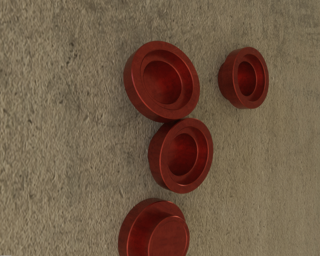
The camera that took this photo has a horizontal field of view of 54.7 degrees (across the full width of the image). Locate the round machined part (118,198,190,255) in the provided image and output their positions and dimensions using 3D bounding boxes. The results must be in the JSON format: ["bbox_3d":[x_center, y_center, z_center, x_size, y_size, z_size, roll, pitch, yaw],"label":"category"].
[{"bbox_3d":[0.000,0.142,0.394,0.099,0.042,0.097,0,90,-40],"label":"round machined part"}]

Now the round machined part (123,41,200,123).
[{"bbox_3d":[-0.002,-0.053,0.383,0.099,0.042,0.098,10,72,-32],"label":"round machined part"}]

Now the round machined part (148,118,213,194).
[{"bbox_3d":[0.023,0.034,0.409,0.099,0.042,0.097,-6,100,-41],"label":"round machined part"}]

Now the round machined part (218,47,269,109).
[{"bbox_3d":[0.132,-0.079,0.504,0.099,0.042,0.097,0,90,-40],"label":"round machined part"}]
